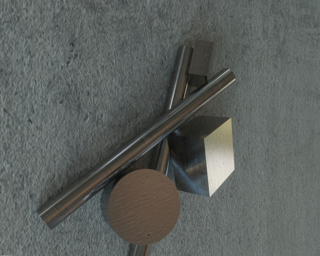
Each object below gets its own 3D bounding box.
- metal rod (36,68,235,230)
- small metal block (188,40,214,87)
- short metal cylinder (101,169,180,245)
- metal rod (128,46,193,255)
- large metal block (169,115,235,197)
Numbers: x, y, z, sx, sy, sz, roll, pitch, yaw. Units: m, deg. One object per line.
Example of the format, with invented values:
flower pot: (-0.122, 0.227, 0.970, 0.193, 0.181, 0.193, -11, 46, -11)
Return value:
metal rod: (-0.010, 0.009, 0.375, 0.302, 0.025, 0.025, -38, 114, -26)
small metal block: (0.059, -0.089, 0.439, 0.050, 0.025, 0.050, 56, 46, -74)
short metal cylinder: (-0.024, 0.086, 0.354, 0.081, 0.050, 0.080, 2, 83, -19)
metal rod: (0.003, 0.033, 0.408, 0.025, 0.025, 0.299, 22, 76, -38)
large metal block: (0.060, 0.034, 0.420, 0.081, 0.050, 0.079, -31, 119, -49)
